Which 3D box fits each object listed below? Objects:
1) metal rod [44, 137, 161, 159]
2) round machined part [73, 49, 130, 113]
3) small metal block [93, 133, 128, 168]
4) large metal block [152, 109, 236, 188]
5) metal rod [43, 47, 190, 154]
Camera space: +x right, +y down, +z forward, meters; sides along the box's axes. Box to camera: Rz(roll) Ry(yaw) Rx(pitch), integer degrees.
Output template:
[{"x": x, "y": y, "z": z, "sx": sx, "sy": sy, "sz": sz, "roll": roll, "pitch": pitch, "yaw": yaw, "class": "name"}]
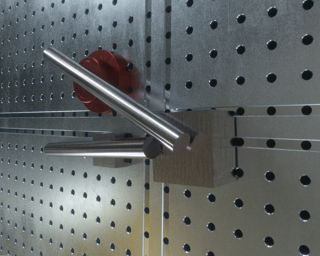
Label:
[{"x": -0.105, "y": 0.031, "z": 0.458, "sx": 0.299, "sy": 0.025, "sz": 0.025, "roll": -5, "pitch": 87, "yaw": 50, "class": "metal rod"}, {"x": -0.096, "y": -0.071, "z": 0.474, "sx": 0.098, "sy": 0.042, "sz": 0.097, "roll": 0, "pitch": 90, "yaw": 39, "class": "round machined part"}, {"x": -0.076, "y": 0.033, "z": 0.470, "sx": 0.050, "sy": 0.025, "sz": 0.050, "roll": 0, "pitch": 90, "yaw": 39, "class": "small metal block"}, {"x": 0.038, "y": 0.022, "z": 0.356, "sx": 0.080, "sy": 0.050, "sz": 0.079, "roll": -2, "pitch": 89, "yaw": 39, "class": "large metal block"}, {"x": -0.077, "y": -0.051, "z": 0.408, "sx": 0.300, "sy": 0.025, "sz": 0.025, "roll": 34, "pitch": 111, "yaw": 37, "class": "metal rod"}]
